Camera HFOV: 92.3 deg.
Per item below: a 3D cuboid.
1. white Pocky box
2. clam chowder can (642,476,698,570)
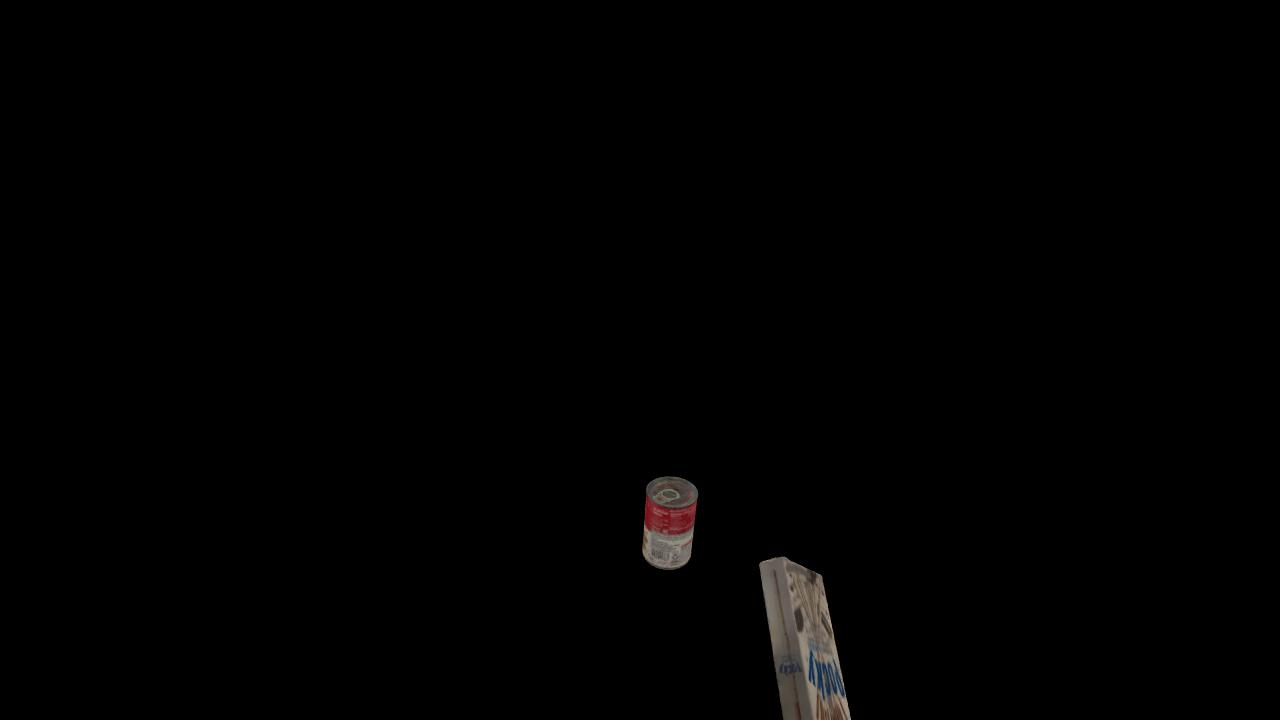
[{"bbox_3d":[0.142,0.253,0.521,0.028,0.154,0.084,-25,-40,28],"label":"white Pocky box"},{"bbox_3d":[0.039,0.215,0.809,0.068,0.102,0.068,3,22,-1],"label":"clam chowder can"}]
